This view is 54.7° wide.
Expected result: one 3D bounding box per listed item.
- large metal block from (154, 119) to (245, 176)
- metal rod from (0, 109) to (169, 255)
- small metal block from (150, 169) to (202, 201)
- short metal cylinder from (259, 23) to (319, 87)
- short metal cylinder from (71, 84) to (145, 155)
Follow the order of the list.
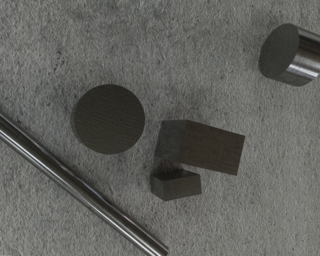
[{"bbox_3d":[0.048,0.024,0.399,0.081,0.080,0.050,15,85,-20],"label":"large metal block"},{"bbox_3d":[-0.102,0.068,0.371,0.300,0.025,0.025,44,76,-15],"label":"metal rod"},{"bbox_3d":[0.019,0.073,0.404,0.050,0.050,0.025,-7,93,-20],"label":"small metal block"},{"bbox_3d":[0.192,-0.105,0.452,0.050,0.080,0.080,12,86,-20],"label":"short metal cylinder"},{"bbox_3d":[-0.064,-0.010,0.373,0.081,0.050,0.079,0,90,-21],"label":"short metal cylinder"}]
